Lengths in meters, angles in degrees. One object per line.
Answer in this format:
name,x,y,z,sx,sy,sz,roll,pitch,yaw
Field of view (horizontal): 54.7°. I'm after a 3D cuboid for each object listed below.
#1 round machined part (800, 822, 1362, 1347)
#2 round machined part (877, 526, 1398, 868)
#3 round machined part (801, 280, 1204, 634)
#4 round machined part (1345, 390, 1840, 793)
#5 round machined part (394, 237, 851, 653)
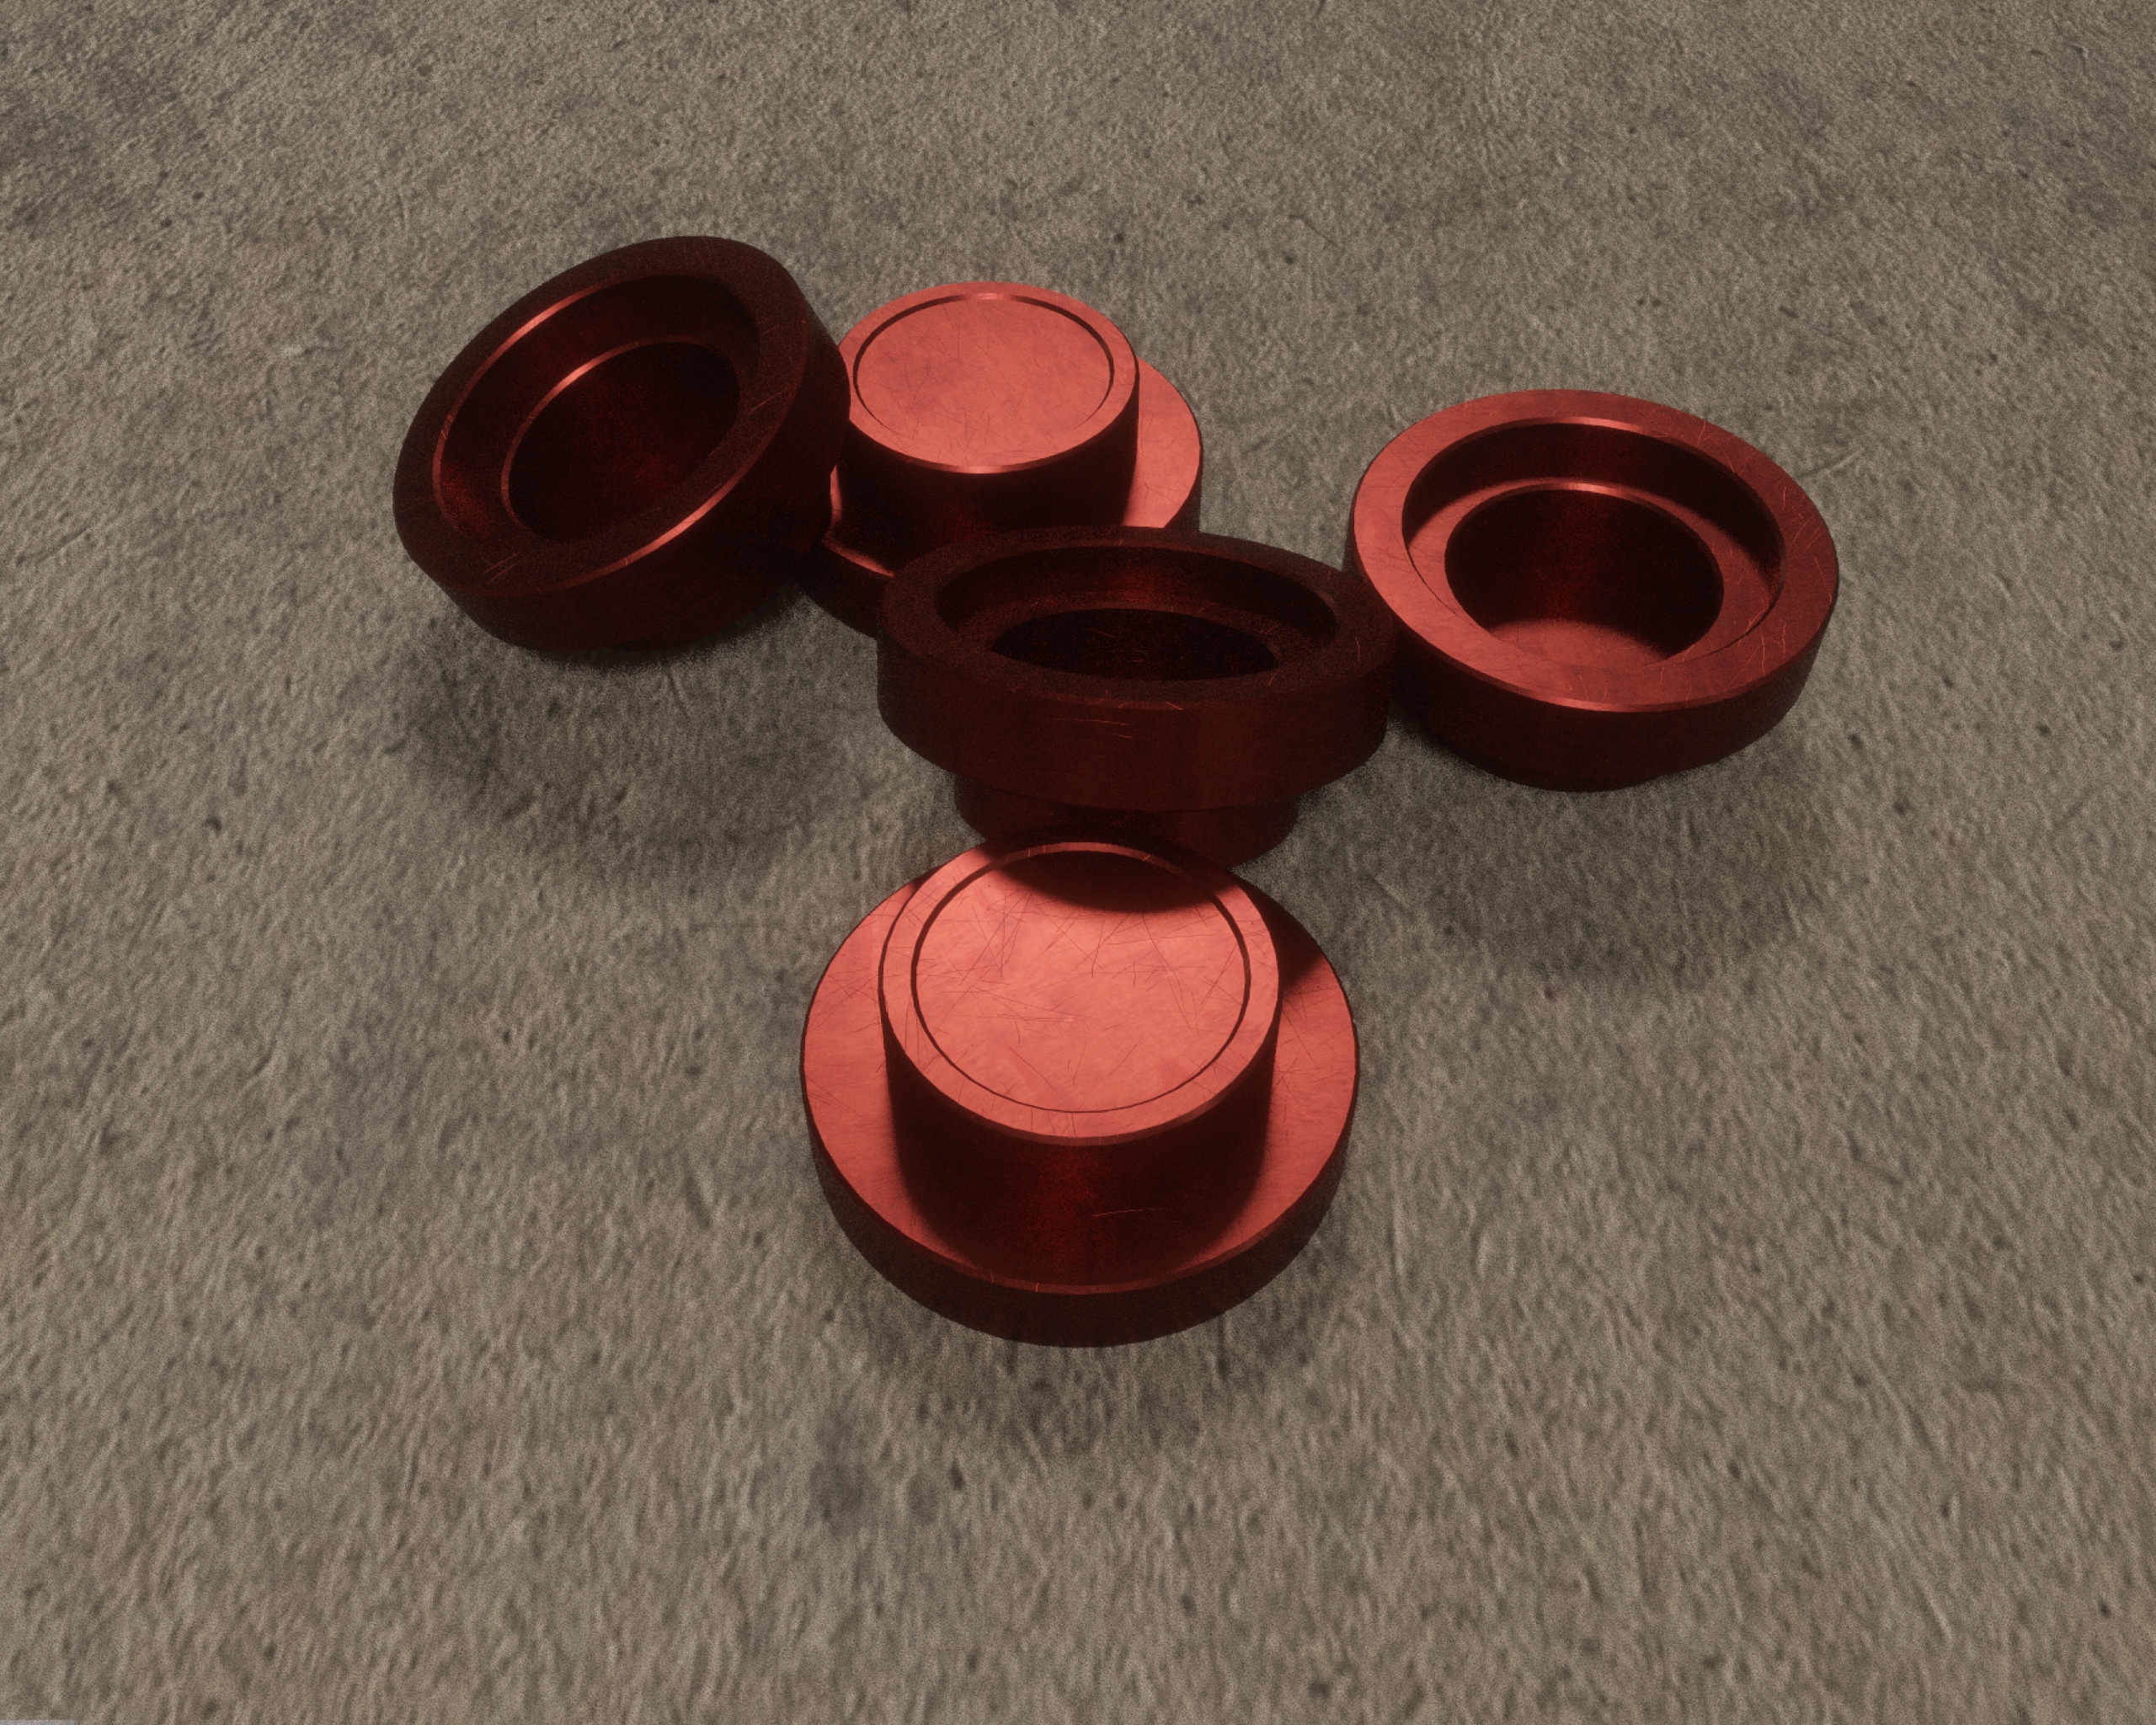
round machined part,0.001,0.031,0.367,0.099,0.042,0.098,0,50,0
round machined part,0.011,-0.030,0.406,0.099,0.042,0.098,2,27,-1
round machined part,-0.021,-0.095,0.472,0.099,0.042,0.098,0,50,0
round machined part,0.105,-0.053,0.439,0.099,0.042,0.098,0,50,0
round machined part,-0.093,-0.085,0.450,0.098,0.042,0.098,-11,56,17
